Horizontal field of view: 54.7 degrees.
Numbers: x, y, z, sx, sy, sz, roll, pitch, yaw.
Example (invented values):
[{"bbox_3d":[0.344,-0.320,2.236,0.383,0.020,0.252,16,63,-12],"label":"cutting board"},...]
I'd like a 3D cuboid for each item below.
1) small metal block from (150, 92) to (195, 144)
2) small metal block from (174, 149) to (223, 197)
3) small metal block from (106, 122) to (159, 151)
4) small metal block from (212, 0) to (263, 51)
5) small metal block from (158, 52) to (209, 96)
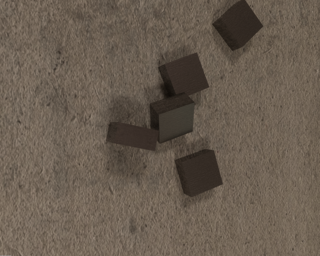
[{"bbox_3d":[0.016,-0.013,0.402,0.050,0.025,0.050,-20,135,-19],"label":"small metal block"},{"bbox_3d":[0.054,0.061,0.430,0.050,0.025,0.050,-18,96,-20],"label":"small metal block"},{"bbox_3d":[-0.035,0.010,0.384,0.050,0.050,0.025,13,86,-20],"label":"small metal block"},{"bbox_3d":[0.114,-0.150,0.452,0.050,0.025,0.050,-45,104,-15],"label":"small metal block"},{"bbox_3d":[0.032,-0.069,0.422,0.050,0.025,0.050,-24,98,-19],"label":"small metal block"}]
